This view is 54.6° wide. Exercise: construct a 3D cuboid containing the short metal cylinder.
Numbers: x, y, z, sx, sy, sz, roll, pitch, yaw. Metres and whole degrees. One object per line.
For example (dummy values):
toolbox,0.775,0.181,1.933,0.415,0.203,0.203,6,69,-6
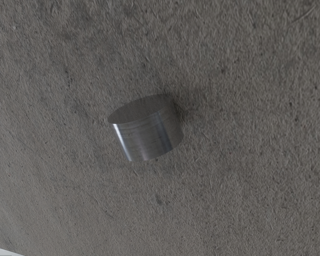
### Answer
short metal cylinder,-0.017,-0.002,0.379,0.080,0.080,0.050,-6,115,31
